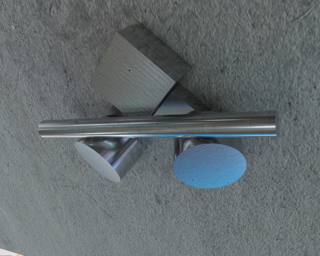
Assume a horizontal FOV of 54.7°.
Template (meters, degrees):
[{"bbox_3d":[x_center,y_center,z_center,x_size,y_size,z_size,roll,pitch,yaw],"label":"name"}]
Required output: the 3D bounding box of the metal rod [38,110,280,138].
[{"bbox_3d":[-0.025,-0.001,0.354,0.300,0.025,0.025,-1,118,28],"label":"metal rod"}]

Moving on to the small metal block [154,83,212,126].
[{"bbox_3d":[0.026,-0.018,0.383,0.050,0.025,0.050,40,129,1],"label":"small metal block"}]

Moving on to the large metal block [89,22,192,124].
[{"bbox_3d":[-0.024,-0.062,0.364,0.080,0.050,0.080,41,129,0],"label":"large metal block"}]

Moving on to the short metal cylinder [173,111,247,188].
[{"bbox_3d":[0.056,0.027,0.361,0.080,0.050,0.080,1,135,2],"label":"short metal cylinder"}]

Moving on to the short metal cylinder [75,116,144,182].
[{"bbox_3d":[-0.070,0.030,0.429,0.080,0.050,0.080,31,153,19],"label":"short metal cylinder"}]

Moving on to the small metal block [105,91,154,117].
[{"bbox_3d":[-0.038,-0.020,0.416,0.050,0.025,0.050,40,128,1],"label":"small metal block"}]
